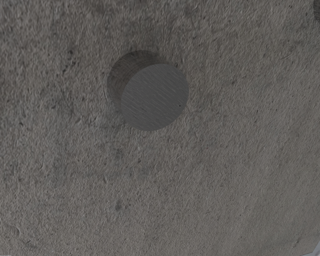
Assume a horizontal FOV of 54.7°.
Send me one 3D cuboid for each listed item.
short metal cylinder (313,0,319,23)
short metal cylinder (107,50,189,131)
[{"bbox_3d":[0.261,-0.177,0.424,0.081,0.050,0.079,-14,124,-21],"label":"short metal cylinder"},{"bbox_3d":[-0.014,-0.043,0.356,0.081,0.050,0.079,-14,124,-21],"label":"short metal cylinder"}]
